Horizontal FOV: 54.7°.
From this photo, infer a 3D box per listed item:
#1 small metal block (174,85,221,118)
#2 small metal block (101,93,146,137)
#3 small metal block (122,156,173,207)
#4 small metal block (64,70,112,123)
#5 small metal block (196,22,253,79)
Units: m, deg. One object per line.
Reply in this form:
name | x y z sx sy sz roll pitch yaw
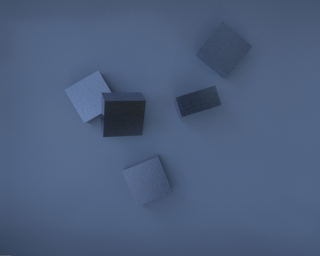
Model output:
small metal block | 0.047 -0.032 0.400 0.050 0.050 0.025 -17 90 0
small metal block | -0.048 -0.017 0.394 0.050 0.025 0.050 -2 120 -18
small metal block | -0.016 0.069 0.411 0.050 0.025 0.050 -22 90 -1
small metal block | -0.088 -0.040 0.410 0.050 0.025 0.050 -30 90 -1
small metal block | 0.085 -0.103 0.413 0.050 0.025 0.050 40 90 -1
